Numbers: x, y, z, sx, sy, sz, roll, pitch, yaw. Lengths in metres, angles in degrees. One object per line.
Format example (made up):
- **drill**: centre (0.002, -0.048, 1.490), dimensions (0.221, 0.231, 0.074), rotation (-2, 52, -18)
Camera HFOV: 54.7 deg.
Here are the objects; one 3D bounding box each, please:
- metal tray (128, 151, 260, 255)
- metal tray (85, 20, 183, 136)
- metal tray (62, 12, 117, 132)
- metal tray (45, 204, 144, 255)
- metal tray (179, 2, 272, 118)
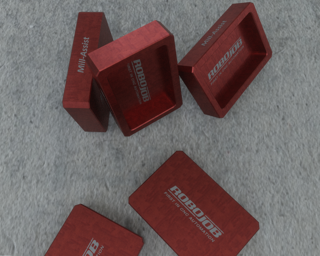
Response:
- **metal tray**: centre (0.038, 0.102, 0.369), dimensions (0.130, 0.030, 0.090), rotation (43, 75, 14)
- **metal tray**: centre (-0.023, -0.052, 0.368), dimensions (0.090, 0.130, 0.030), rotation (-30, 59, -10)
- **metal tray**: centre (-0.085, -0.069, 0.396), dimensions (0.030, 0.090, 0.130), rotation (2, 70, 4)
- **metal tray**: centre (-0.086, 0.163, 0.345), dimensions (0.090, 0.030, 0.130), rotation (26, 72, 9)
- **metal tray**: centre (0.089, -0.089, 0.408), dimensions (0.130, 0.090, 0.030), rotation (-50, 37, -16)
